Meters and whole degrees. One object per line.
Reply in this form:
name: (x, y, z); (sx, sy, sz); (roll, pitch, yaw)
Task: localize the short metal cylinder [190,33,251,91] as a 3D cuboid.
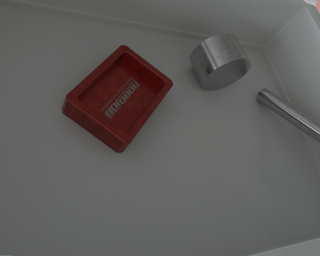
short metal cylinder: (0.093, -0.102, 0.485); (0.081, 0.080, 0.050); (-8, 66, -32)

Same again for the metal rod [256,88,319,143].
metal rod: (0.262, 0.026, 0.452); (0.025, 0.025, 0.300); (-13, 43, -34)

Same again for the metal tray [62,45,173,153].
metal tray: (-0.049, -0.042, 0.402); (0.090, 0.030, 0.130); (37, 51, -4)
